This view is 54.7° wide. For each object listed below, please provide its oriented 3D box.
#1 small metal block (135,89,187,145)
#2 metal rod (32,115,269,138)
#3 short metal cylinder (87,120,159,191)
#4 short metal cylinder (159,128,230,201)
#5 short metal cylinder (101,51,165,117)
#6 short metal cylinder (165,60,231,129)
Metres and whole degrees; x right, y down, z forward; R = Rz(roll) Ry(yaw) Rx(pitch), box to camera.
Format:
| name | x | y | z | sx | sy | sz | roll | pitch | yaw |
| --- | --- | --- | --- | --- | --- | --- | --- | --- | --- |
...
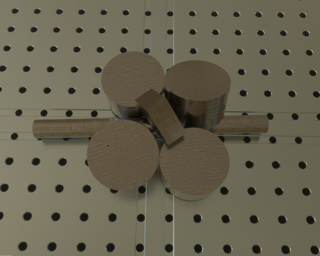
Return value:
| name | x | y | z | sx | sy | sz | roll | pitch | yaw |
| --- | --- | --- | --- | --- | --- | --- | --- | --- | --- |
| small metal block | 0.000 | -0.014 | 0.362 | 0.025 | 0.050 | 0.050 | -35 | 116 | -6 |
| metal rod | -0.011 | -0.002 | 0.408 | 0.302 | 0.025 | 0.025 | -1 | 70 | -1 |
| short metal cylinder | -0.041 | 0.030 | 0.370 | 0.081 | 0.050 | 0.079 | 0 | 90 | -1 |
| short metal cylinder | 0.040 | 0.045 | 0.378 | 0.081 | 0.050 | 0.080 | 0 | 70 | 0 |
| short metal cylinder | -0.034 | -0.054 | 0.414 | 0.081 | 0.050 | 0.080 | 0 | 70 | 0 |
| short metal cylinder | 0.046 | -0.043 | 0.396 | 0.081 | 0.050 | 0.080 | 0 | 47 | 0 |
